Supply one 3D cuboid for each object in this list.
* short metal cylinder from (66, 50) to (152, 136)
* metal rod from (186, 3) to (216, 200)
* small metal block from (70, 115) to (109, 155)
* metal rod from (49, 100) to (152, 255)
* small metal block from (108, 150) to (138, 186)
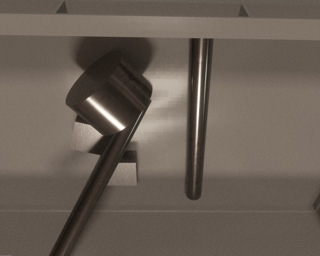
[{"bbox_3d":[-0.055,-0.038,0.339,0.080,0.080,0.050,-30,124,22],"label":"short metal cylinder"},{"bbox_3d":[0.049,-0.007,0.403,0.025,0.025,0.298,-2,130,1],"label":"metal rod"},{"bbox_3d":[-0.089,0.008,0.414,0.050,0.025,0.050,13,129,-12],"label":"small metal block"},{"bbox_3d":[-0.092,0.090,0.407,0.025,0.025,0.298,25,102,-20],"label":"metal rod"},{"bbox_3d":[-0.060,0.060,0.459,0.050,0.025,0.050,0,130,-1],"label":"small metal block"}]
